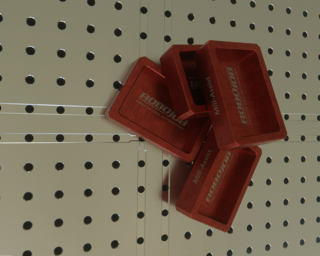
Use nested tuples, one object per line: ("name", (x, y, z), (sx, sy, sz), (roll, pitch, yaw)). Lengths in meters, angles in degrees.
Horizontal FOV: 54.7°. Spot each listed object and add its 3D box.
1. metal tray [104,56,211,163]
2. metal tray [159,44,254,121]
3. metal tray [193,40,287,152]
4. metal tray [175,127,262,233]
("metal tray", (0.005, -0.022, 0.412), (0.131, 0.030, 0.090), (31, 80, -18))
("metal tray", (0.071, -0.064, 0.412), (0.131, 0.030, 0.090), (-10, 79, -32))
("metal tray", (0.100, -0.042, 0.384), (0.091, 0.030, 0.129), (-6, 76, -31))
("metal tray", (0.084, 0.069, 0.427), (0.090, 0.030, 0.130), (33, 78, -38))
